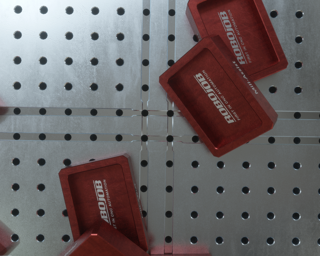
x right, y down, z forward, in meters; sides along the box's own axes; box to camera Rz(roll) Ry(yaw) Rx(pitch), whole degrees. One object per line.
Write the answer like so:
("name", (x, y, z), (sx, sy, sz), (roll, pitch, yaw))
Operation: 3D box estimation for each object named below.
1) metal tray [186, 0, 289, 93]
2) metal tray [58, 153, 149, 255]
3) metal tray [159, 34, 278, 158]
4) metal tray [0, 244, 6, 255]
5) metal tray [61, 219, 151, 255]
("metal tray", (0.100, -0.121, 0.411), (0.090, 0.030, 0.130), (-23, 90, 0))
("metal tray", (-0.072, 0.106, 0.410), (0.090, 0.030, 0.129), (-13, 90, 0))
("metal tray", (0.070, -0.038, 0.387), (0.090, 0.030, 0.130), (-36, 90, 37))
("metal tray", (-0.286, 0.156, 0.409), (0.130, 0.030, 0.090), (43, 90, 0))
("metal tray", (-0.083, 0.186, 0.386), (0.090, 0.030, 0.130), (41, 106, -9))
